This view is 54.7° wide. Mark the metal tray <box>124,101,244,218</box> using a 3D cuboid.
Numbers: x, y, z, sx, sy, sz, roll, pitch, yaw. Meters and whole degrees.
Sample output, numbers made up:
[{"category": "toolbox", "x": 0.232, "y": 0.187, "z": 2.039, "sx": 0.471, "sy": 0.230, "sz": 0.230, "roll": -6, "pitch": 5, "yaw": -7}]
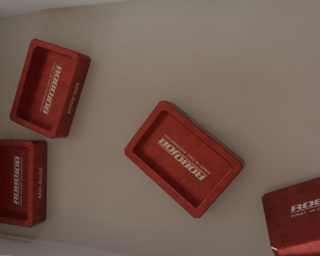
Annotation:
[{"category": "metal tray", "x": 0.029, "y": 0.038, "z": 0.397, "sx": 0.130, "sy": 0.030, "sz": 0.090, "roll": 40, "pitch": 103, "yaw": 15}]

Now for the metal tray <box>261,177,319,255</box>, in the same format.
[{"category": "metal tray", "x": 0.175, "y": 0.085, "z": 0.310, "sx": 0.130, "sy": 0.090, "sz": 0.030, "roll": -23, "pitch": 106, "yaw": 19}]

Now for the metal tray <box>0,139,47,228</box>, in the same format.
[{"category": "metal tray", "x": -0.225, "y": 0.083, "z": 0.487, "sx": 0.090, "sy": 0.030, "sz": 0.129, "roll": 1, "pitch": 90, "yaw": 20}]

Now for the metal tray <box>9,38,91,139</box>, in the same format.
[{"category": "metal tray", "x": -0.166, "y": -0.059, "z": 0.466, "sx": 0.090, "sy": 0.030, "sz": 0.129, "roll": 21, "pitch": 97, "yaw": 18}]
